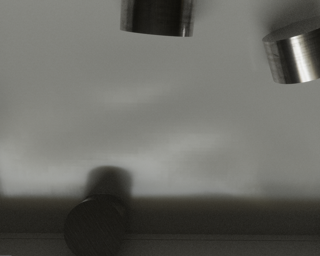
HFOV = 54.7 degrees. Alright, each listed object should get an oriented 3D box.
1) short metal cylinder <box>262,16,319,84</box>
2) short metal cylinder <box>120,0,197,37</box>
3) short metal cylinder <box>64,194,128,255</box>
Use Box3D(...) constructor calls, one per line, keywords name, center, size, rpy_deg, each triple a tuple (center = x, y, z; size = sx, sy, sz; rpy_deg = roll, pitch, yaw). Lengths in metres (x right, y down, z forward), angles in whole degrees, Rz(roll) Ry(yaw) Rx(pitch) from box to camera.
Box3D(name="short metal cylinder", center=(0.163, -0.089, 0.350), size=(0.080, 0.080, 0.050), rpy_deg=(-21, 109, 7))
Box3D(name="short metal cylinder", center=(-0.002, -0.129, 0.334), size=(0.081, 0.080, 0.050), rpy_deg=(5, 110, -2))
Box3D(name="short metal cylinder", center=(-0.086, 0.136, 0.433), size=(0.080, 0.050, 0.080), rpy_deg=(0, 87, 0))
